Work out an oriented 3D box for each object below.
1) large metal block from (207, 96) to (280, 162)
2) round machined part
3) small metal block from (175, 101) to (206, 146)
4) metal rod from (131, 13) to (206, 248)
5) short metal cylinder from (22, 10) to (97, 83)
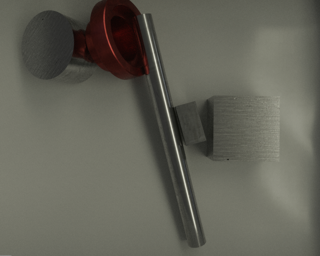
[{"bbox_3d":[0.105,0.001,0.400,0.081,0.050,0.079,1,90,-1],"label":"large metal block"},{"bbox_3d":[-0.053,-0.107,0.381,0.042,0.099,0.097,-10,90,29],"label":"round machined part"},{"bbox_3d":[0.037,-0.005,0.399,0.025,0.050,0.050,-16,90,-2],"label":"small metal block"},{"bbox_3d":[0.014,0.009,0.393,0.025,0.025,0.298,-14,98,0],"label":"metal rod"},{"bbox_3d":[-0.121,-0.097,0.383,0.080,0.050,0.079,1,92,24],"label":"short metal cylinder"}]
